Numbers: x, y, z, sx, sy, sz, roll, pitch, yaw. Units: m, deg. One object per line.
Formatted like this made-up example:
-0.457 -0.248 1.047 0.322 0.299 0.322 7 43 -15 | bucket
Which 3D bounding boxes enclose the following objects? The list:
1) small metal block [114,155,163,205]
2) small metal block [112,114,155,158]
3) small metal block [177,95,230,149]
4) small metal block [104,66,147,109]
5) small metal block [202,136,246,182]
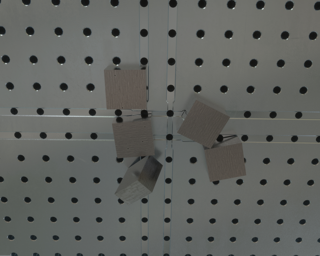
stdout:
-0.028 0.069 0.417 0.025 0.050 0.050 43 128 -14 | small metal block
-0.034 0.011 0.417 0.050 0.025 0.050 -5 110 2 | small metal block
0.056 -0.008 0.411 0.050 0.025 0.050 26 108 -9 | small metal block
-0.042 -0.051 0.394 0.050 0.025 0.050 -1 110 0 | small metal block
0.089 0.043 0.430 0.050 0.025 0.050 -11 110 4 | small metal block
